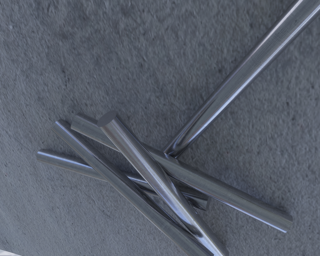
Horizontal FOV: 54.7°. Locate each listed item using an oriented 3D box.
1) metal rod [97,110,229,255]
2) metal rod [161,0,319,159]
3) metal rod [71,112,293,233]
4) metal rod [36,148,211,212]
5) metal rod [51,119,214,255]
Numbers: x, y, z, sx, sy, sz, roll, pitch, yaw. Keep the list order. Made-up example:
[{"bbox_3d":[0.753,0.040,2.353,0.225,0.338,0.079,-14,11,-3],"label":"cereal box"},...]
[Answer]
[{"bbox_3d":[0.020,0.093,0.401,0.025,0.025,0.300,-13,128,33],"label":"metal rod"},{"bbox_3d":[0.063,-0.025,0.356,0.025,0.025,0.298,40,129,1],"label":"metal rod"},{"bbox_3d":[0.028,0.056,0.397,0.301,0.025,0.025,26,128,0],"label":"metal rod"},{"bbox_3d":[-0.069,0.077,0.488,0.301,0.025,0.025,12,123,21],"label":"metal rod"},{"bbox_3d":[-0.048,0.088,0.452,0.300,0.025,0.025,39,130,13],"label":"metal rod"}]
